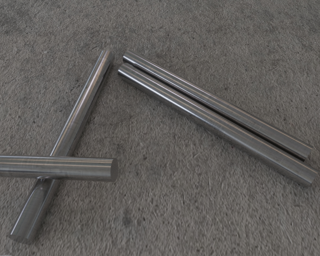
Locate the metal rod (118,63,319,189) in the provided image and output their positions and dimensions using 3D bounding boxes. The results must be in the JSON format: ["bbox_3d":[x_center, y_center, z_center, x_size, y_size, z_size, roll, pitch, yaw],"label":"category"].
[{"bbox_3d":[0.059,-0.015,0.415,0.300,0.025,0.025,33,57,24],"label":"metal rod"}]

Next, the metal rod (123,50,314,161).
[{"bbox_3d":[0.064,-0.041,0.437,0.300,0.025,0.025,33,57,24],"label":"metal rod"}]

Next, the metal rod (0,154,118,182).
[{"bbox_3d":[-0.195,0.041,0.343,0.301,0.025,0.025,1,50,9],"label":"metal rod"}]

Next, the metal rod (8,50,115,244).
[{"bbox_3d":[-0.112,-0.002,0.403,0.025,0.025,0.300,8,50,7],"label":"metal rod"}]
